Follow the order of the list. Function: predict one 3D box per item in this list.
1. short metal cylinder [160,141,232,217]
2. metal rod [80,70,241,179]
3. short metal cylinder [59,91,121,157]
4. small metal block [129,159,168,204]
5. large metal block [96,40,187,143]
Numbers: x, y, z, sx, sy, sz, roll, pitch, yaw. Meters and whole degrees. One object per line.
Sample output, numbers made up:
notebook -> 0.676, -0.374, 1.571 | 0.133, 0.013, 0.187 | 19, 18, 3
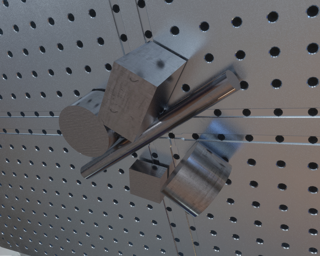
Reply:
short metal cylinder -> 0.044, 0.063, 0.387 | 0.050, 0.080, 0.080 | 37, 129, 3
metal rod -> -0.021, 0.011, 0.425 | 0.299, 0.025, 0.025 | -32, 101, 38
short metal cylinder -> -0.093, -0.006, 0.435 | 0.080, 0.050, 0.079 | 13, 124, 21
small metal block -> -0.017, 0.080, 0.465 | 0.050, 0.025, 0.050 | 14, 124, 20
large metal block -> -0.021, -0.043, 0.355 | 0.050, 0.080, 0.079 | 32, 129, 7
